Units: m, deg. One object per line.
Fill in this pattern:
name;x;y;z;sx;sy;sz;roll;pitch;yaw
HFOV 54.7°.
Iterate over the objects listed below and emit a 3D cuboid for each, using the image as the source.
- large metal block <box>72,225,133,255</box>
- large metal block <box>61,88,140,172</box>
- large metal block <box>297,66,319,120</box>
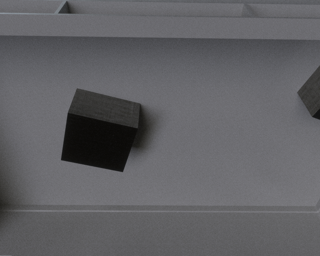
large metal block;-0.109;0.238;0.597;0.080;0.050;0.080;-20;127;16
large metal block;-0.076;0.005;0.396;0.081;0.050;0.079;13;129;-11
large metal block;0.225;-0.045;0.356;0.081;0.050;0.079;17;128;-15
